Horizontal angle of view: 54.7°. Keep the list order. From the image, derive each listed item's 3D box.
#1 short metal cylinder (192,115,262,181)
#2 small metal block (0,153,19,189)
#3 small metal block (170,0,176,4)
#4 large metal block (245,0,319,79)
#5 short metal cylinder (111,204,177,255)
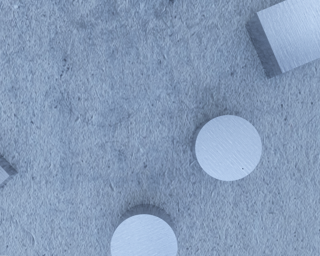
[{"bbox_3d":[0.083,0.024,0.398,0.081,0.050,0.080,0,90,0],"label":"short metal cylinder"},{"bbox_3d":[-0.228,0.060,0.408,0.050,0.025,0.050,-42,90,0],"label":"small metal block"},{"bbox_3d":[0.014,-0.205,0.410,0.050,0.025,0.050,37,90,0],"label":"small metal block"},{"bbox_3d":[0.169,-0.118,0.399,0.080,0.050,0.080,-23,90,0],"label":"large metal block"},{"bbox_3d":[-0.019,0.143,0.397,0.081,0.050,0.080,0,90,0],"label":"short metal cylinder"}]
